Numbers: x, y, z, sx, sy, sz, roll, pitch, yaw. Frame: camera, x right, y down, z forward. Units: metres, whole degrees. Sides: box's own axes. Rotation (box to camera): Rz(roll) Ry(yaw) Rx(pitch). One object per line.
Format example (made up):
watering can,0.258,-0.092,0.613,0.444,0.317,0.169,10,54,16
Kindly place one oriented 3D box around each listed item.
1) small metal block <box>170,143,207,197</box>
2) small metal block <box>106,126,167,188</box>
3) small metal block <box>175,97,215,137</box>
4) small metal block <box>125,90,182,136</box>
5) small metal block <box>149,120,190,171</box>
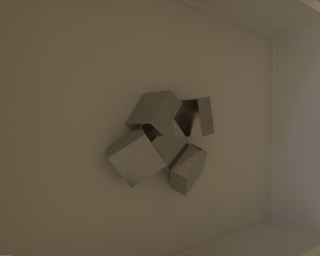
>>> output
small metal block,0.039,0.057,0.422,0.050,0.025,0.050,-49,156,-29
small metal block,-0.028,0.035,0.368,0.050,0.025,0.050,-33,115,0
small metal block,0.044,-0.015,0.427,0.025,0.050,0.050,-15,100,-40
small metal block,-0.008,-0.018,0.383,0.025,0.050,0.050,44,63,-31
small metal block,0.007,0.021,0.412,0.050,0.025,0.050,-50,120,-29
